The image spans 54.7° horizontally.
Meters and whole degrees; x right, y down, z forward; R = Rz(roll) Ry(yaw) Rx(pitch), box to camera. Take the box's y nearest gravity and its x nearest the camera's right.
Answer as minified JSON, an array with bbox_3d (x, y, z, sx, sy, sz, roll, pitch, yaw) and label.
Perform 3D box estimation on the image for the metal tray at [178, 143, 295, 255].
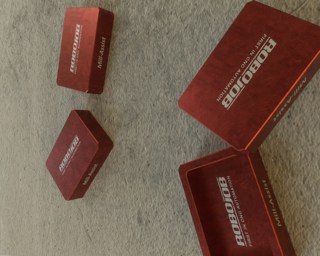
[{"bbox_3d":[0.079,0.090,0.336,0.090,0.030,0.129,-26,74,37],"label":"metal tray"}]

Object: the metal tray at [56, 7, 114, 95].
[{"bbox_3d":[-0.124,-0.126,0.504,0.090,0.030,0.129,17,101,38],"label":"metal tray"}]

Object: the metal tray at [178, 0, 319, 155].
[{"bbox_3d":[0.090,-0.050,0.307,0.090,0.030,0.130,40,100,32],"label":"metal tray"}]

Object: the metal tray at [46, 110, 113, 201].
[{"bbox_3d":[-0.138,0.045,0.516,0.090,0.030,0.129,48,118,29],"label":"metal tray"}]
